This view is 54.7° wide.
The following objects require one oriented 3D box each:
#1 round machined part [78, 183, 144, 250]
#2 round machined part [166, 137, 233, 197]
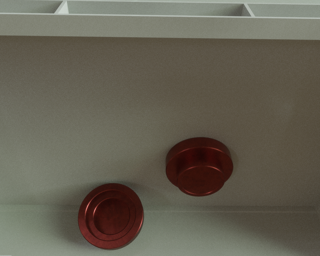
[{"bbox_3d":[-0.074,0.139,0.485,0.099,0.098,0.042,-1,153,1],"label":"round machined part"},{"bbox_3d":[0.058,0.063,0.452,0.099,0.042,0.097,0,130,0],"label":"round machined part"}]
